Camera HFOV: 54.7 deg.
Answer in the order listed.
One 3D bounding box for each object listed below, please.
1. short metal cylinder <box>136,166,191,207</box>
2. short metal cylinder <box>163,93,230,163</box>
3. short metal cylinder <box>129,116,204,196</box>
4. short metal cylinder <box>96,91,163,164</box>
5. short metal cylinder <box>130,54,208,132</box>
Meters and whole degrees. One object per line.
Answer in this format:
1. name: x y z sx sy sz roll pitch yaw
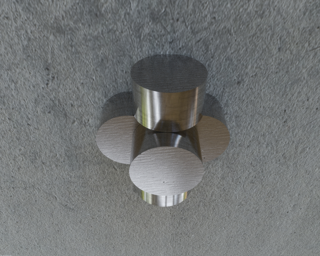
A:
1. short metal cylinder: 0.005 0.059 0.424 0.081 0.080 0.050 0 130 -1
2. short metal cylinder: 0.044 0.000 0.393 0.081 0.050 0.079 0 130 0
3. short metal cylinder: 0.007 0.033 0.354 0.081 0.050 0.079 0 130 0
4. short metal cylinder: -0.036 0.000 0.392 0.081 0.050 0.079 0 130 0
5. short metal cylinder: 0.010 -0.040 0.339 0.081 0.080 0.050 0 130 -1
